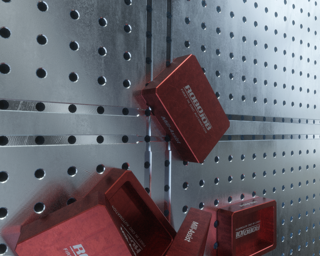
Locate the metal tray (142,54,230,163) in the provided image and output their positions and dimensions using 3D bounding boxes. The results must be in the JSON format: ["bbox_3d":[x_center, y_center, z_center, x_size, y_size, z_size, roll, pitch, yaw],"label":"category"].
[{"bbox_3d":[0.042,-0.026,0.440,0.090,0.030,0.130,-48,118,-29],"label":"metal tray"}]

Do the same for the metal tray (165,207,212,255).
[{"bbox_3d":[0.031,0.165,0.375,0.130,0.030,0.089,-28,128,-70],"label":"metal tray"}]

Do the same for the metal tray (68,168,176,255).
[{"bbox_3d":[-0.040,0.124,0.371,0.090,0.030,0.130,-47,118,-30],"label":"metal tray"}]

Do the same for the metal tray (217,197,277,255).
[{"bbox_3d":[0.152,0.175,0.531,0.131,0.030,0.090,-1,91,-40],"label":"metal tray"}]

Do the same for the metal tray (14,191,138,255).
[{"bbox_3d":[-0.072,0.141,0.318,0.090,0.030,0.130,-25,108,-6],"label":"metal tray"}]
